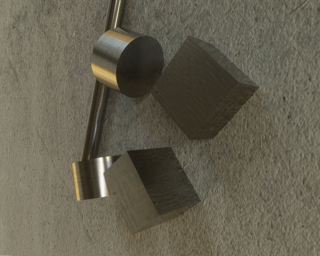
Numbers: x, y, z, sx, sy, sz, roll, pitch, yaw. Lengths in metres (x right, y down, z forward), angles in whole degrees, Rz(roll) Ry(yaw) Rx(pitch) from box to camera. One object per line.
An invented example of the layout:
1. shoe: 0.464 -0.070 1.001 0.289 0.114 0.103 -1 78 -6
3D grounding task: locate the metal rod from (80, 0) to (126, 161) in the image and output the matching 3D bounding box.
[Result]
1. metal rod: -0.091 -0.059 0.480 0.025 0.025 0.298 21 103 38

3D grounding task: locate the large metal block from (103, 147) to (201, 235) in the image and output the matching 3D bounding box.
1. large metal block: -0.009 0.072 0.377 0.050 0.081 0.080 -43 64 31

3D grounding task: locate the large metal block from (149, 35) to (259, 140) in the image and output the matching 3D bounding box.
1. large metal block: 0.047 -0.043 0.350 0.080 0.050 0.080 52 120 27

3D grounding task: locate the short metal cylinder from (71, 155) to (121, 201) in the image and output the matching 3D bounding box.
1. short metal cylinder: -0.080 0.069 0.435 0.080 0.081 0.050 -16 80 39

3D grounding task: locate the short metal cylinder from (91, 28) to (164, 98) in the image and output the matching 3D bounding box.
1. short metal cylinder: -0.041 -0.085 0.403 0.050 0.081 0.079 29 108 36
